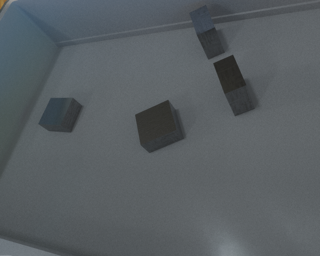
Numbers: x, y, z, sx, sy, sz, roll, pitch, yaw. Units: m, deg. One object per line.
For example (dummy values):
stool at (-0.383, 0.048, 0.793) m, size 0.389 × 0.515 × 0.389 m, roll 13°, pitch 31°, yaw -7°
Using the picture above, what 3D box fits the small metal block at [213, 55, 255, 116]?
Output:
small metal block at (0.089, -0.050, 0.374) m, size 0.025 × 0.050 × 0.050 m, roll -22°, pitch 54°, yaw 15°

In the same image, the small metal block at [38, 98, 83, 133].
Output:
small metal block at (-0.162, -0.021, 0.504) m, size 0.050 × 0.025 × 0.050 m, roll 3°, pitch 63°, yaw 29°

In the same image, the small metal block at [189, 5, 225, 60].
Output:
small metal block at (0.067, -0.135, 0.437) m, size 0.025 × 0.050 × 0.050 m, roll -22°, pitch 54°, yaw 16°

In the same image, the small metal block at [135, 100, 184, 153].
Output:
small metal block at (-0.001, -0.002, 0.408) m, size 0.050 × 0.025 × 0.050 m, roll -23°, pitch 53°, yaw 14°
